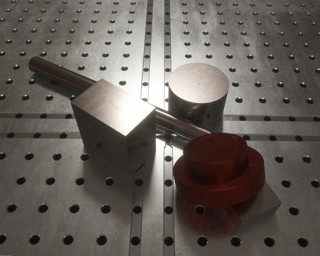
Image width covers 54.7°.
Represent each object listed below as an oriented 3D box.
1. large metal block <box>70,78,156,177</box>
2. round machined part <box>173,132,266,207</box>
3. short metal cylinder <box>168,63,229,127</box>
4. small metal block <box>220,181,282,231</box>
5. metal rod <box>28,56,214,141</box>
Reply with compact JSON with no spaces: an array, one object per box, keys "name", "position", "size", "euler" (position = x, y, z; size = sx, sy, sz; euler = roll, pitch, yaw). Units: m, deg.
[{"name":"large metal block","position":[-0.052,0.000,0.371],"size":[0.080,0.080,0.050],"euler":[30,56,22]},{"name":"round machined part","position":[0.062,0.038,0.339],"size":[0.099,0.042,0.098],"euler":[-10,23,5]},{"name":"short metal cylinder","position":[0.052,-0.046,0.431],"size":[0.081,0.050,0.080],"euler":[0,50,0]},{"name":"small metal block","position":[0.096,0.077,0.344],"size":[0.050,0.025,0.050],"euler":[-19,53,-16]},{"name":"metal rod","position":[-0.067,-0.043,0.443],"size":[0.301,0.025,0.025],"euler":[24,54,18]}]
